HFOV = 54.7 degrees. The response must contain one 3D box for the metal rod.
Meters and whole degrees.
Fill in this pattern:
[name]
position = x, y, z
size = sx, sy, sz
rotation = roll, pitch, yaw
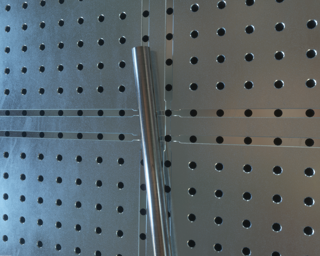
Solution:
[metal rod]
position = -0.010, 0.041, 0.415
size = 0.025, 0.025, 0.298
rotation = -7, 88, 19
